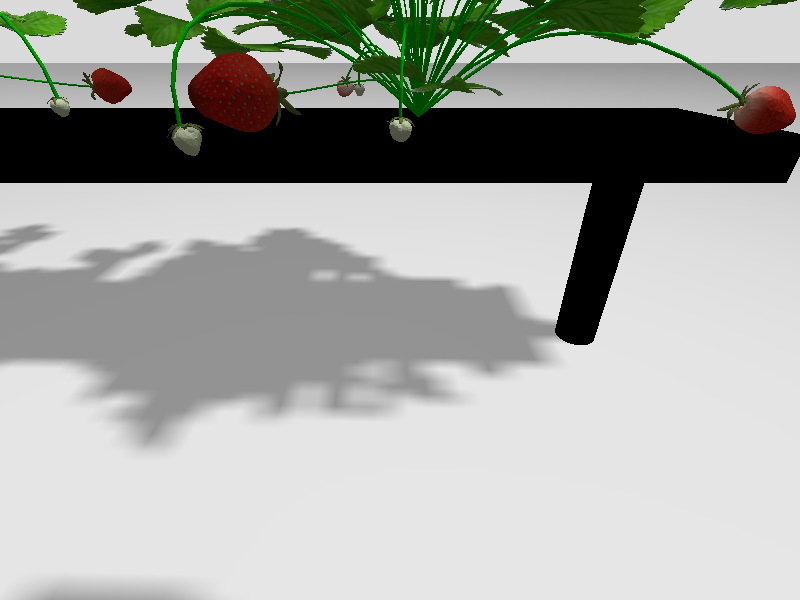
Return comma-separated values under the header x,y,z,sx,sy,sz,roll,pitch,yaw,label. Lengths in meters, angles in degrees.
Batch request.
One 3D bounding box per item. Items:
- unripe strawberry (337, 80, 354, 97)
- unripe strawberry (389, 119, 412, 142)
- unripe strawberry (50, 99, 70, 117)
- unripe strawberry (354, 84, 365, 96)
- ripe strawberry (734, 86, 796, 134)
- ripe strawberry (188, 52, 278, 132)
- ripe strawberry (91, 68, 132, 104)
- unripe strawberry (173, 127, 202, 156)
x,y,z,sx,sy,sz,roll,pitch,yaw,label
-0.061,-0.235,0.446,0.019,0.017,0.017,-15,-23,-22,unripe strawberry
0.000,-0.080,0.189,0.011,0.010,0.010,3,32,5,unripe strawberry
-0.225,-0.127,0.265,0.010,0.011,0.011,8,33,13,unripe strawberry
-0.043,-0.220,0.420,0.011,0.011,0.010,-14,35,-21,unripe strawberry
0.219,-0.113,0.240,0.030,0.025,0.030,28,38,9,ripe strawberry
-0.100,-0.125,0.242,0.049,0.042,0.049,-20,37,-28,ripe strawberry
-0.287,-0.214,0.400,0.032,0.031,0.030,-20,37,-29,ripe strawberry
-0.104,-0.078,0.196,0.015,0.013,0.013,24,39,33,unripe strawberry
